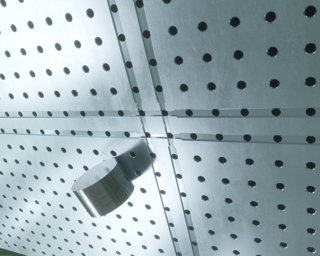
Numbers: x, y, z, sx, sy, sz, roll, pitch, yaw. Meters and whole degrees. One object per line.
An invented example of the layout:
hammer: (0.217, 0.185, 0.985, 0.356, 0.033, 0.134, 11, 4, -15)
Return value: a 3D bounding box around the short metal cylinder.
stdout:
short metal cylinder: (-0.087, 0.090, 0.475, 0.080, 0.080, 0.050, -19, 109, 35)
